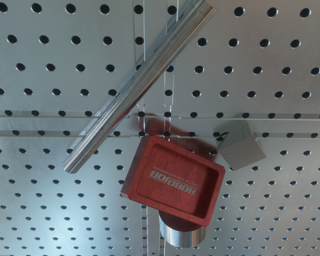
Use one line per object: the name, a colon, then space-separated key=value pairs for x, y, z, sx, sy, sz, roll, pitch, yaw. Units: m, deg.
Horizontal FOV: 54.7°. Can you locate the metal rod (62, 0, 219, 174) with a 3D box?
metal rod: x=-0.042 y=-0.034 z=0.382 sx=0.025 sy=0.025 sz=0.299 roll=30 pitch=124 yaw=-23

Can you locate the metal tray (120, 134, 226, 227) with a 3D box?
metal tray: x=0.022 y=0.074 z=0.433 sx=0.131 sy=0.090 sz=0.030 roll=26 pitch=165 yaw=-21

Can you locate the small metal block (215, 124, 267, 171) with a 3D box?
small metal block: x=0.114 y=0.029 z=0.438 sx=0.050 sy=0.025 sz=0.050 roll=-28 pitch=125 yaw=21

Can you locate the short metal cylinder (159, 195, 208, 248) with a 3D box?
short metal cylinder: x=0.039 y=0.143 z=0.497 sx=0.081 sy=0.080 sz=0.050 roll=-2 pitch=132 yaw=1
